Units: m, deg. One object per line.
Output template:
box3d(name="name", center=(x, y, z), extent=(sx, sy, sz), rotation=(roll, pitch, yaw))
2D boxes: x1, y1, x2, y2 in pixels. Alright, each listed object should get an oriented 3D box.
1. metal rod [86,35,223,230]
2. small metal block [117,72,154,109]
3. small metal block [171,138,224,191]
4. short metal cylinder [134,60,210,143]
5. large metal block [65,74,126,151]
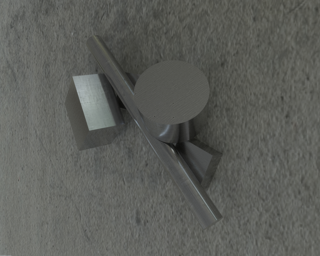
box3d(name="metal rod", center=(-0.020, -0.012, 0.388), extent=(0.025, 0.025, 0.299), rotation=(-48, 62, 29))
box3d(name="small metal block", center=(-0.033, -0.050, 0.432), extent=(0.050, 0.025, 0.050), rotation=(16, 100, 38))
box3d(name="small metal block", center=(0.041, 0.042, 0.372), extent=(0.050, 0.025, 0.050), rotation=(31, 109, 35))
box3d(name="short metal cylinder", center=(0.015, -0.029, 0.350), extent=(0.080, 0.050, 0.080), rotation=(-2, 65, 6))
box3d(name="large metal block", center=(-0.097, -0.022, 0.446), extent=(0.080, 0.050, 0.080), rotation=(-45, 61, 57))
